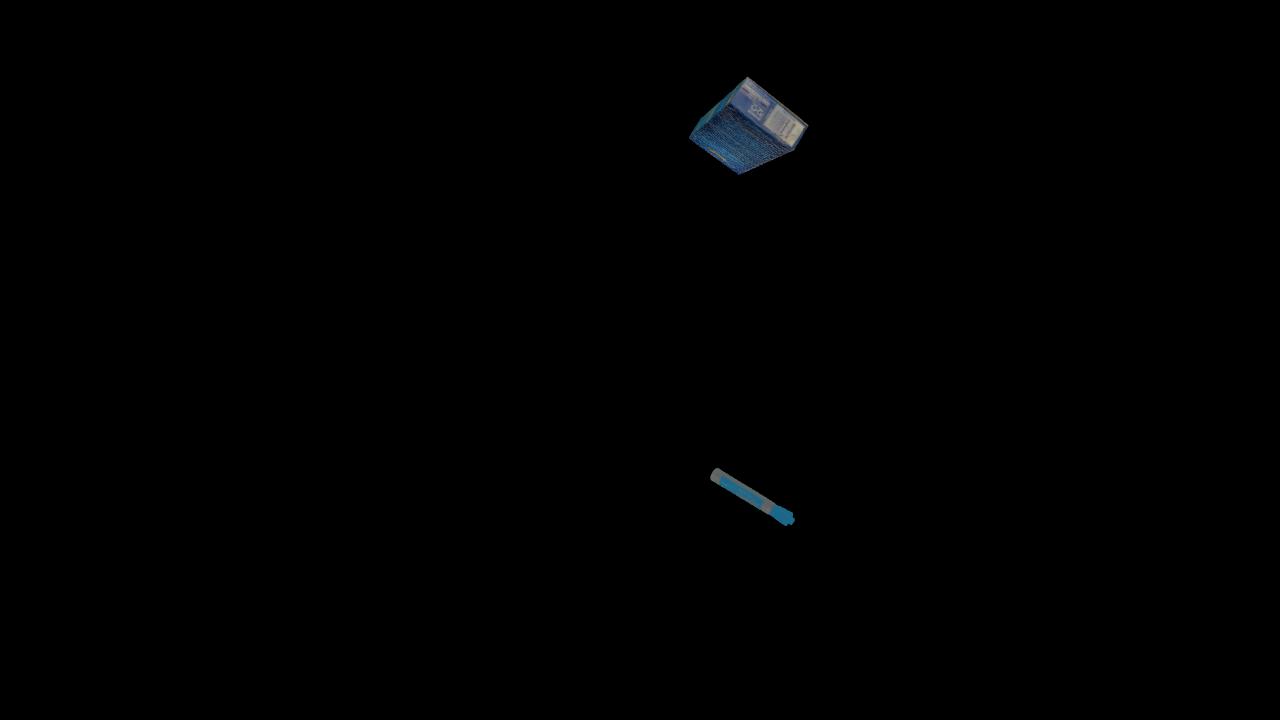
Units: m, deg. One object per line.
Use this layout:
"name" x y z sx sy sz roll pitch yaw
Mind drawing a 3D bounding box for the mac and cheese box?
"mac and cheese box" 0.129 -0.285 0.771 0.093 0.041 0.184 31 2 -13

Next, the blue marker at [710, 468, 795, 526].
"blue marker" 0.143 0.175 0.786 0.121 0.020 0.020 28 17 35
